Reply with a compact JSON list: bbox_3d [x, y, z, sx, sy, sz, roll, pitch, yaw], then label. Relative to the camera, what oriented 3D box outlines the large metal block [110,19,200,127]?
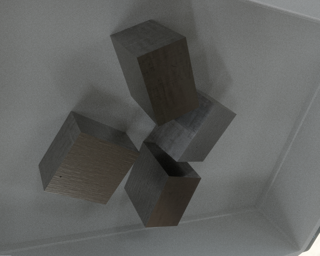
[{"bbox_3d":[-0.006,-0.061,0.333,0.050,0.080,0.080,-26,128,-12],"label":"large metal block"}]

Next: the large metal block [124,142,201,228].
[{"bbox_3d":[0.000,0.075,0.421,0.050,0.080,0.079,9,114,-33],"label":"large metal block"}]

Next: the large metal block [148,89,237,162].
[{"bbox_3d":[0.044,-0.004,0.398,0.080,0.050,0.080,-57,152,12],"label":"large metal block"}]

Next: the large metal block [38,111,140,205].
[{"bbox_3d":[-0.085,0.038,0.370,0.080,0.050,0.080,25,105,-37],"label":"large metal block"}]
